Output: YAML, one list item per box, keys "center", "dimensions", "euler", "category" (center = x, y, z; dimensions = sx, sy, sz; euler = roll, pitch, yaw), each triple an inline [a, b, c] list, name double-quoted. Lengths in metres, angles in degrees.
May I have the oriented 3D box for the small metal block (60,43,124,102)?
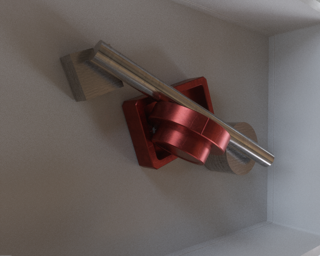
- center: [-0.074, -0.061, 0.343]
  dimensions: [0.050, 0.025, 0.050]
  euler: [-28, 108, -37]
  category: "small metal block"

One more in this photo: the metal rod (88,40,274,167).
- center: [0.048, -0.016, 0.393]
  dimensions: [0.301, 0.025, 0.025]
  euler: [29, 72, -30]
  category: "metal rod"

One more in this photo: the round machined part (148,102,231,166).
- center: [0.029, 0.011, 0.367]
  dimensions: [0.098, 0.098, 0.042]
  euler: [34, 77, -35]
  category: "round machined part"

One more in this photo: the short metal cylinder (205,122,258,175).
- center: [0.108, 0.031, 0.482]
  dimensions: [0.081, 0.050, 0.079]
  euler: [0, 90, -40]
  category: "short metal cylinder"

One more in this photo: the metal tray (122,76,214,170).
- center: [0.019, -0.011, 0.419]
  dimensions: [0.131, 0.030, 0.089]
  euler: [-25, 106, -38]
  category: "metal tray"
